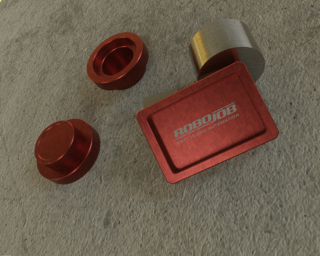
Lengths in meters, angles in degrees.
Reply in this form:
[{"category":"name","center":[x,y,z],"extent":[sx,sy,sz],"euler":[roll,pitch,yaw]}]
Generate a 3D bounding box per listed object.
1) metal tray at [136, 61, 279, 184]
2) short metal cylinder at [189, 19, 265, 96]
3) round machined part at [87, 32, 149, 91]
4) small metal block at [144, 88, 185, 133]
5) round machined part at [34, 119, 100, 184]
[{"category":"metal tray","center":[0.051,-0.004,0.346],"extent":[0.130,0.030,0.090],"euler":[-26,87,11]},{"category":"short metal cylinder","center":[0.080,-0.084,0.378],"extent":[0.080,0.080,0.050],"euler":[-21,54,15]},{"category":"round machined part","center":[-0.061,-0.098,0.484],"extent":[0.098,0.042,0.098],"euler":[-13,56,20]},{"category":"small metal block","center":[0.006,-0.020,0.412],"extent":[0.050,0.025,0.050],"euler":[-14,56,20]},{"category":"round machined part","center":[-0.140,0.028,0.447],"extent":[0.098,0.042,0.098],"euler":[-13,56,20]}]
